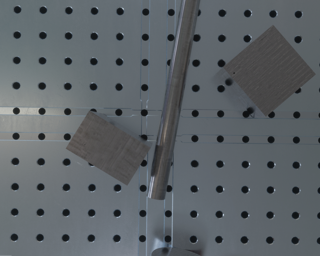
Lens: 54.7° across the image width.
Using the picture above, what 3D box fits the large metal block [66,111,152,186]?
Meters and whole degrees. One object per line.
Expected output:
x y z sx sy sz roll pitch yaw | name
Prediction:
-0.058 0.022 0.385 0.080 0.080 0.050 31 90 0 | large metal block

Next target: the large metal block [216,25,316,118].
0.133 -0.070 0.402 0.080 0.050 0.080 -41 90 0 | large metal block

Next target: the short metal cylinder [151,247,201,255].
0.023 0.191 0.386 0.080 0.080 0.050 12 90 0 | short metal cylinder

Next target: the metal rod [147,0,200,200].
0.021 -0.054 0.413 0.025 0.025 0.298 10 90 0 | metal rod
